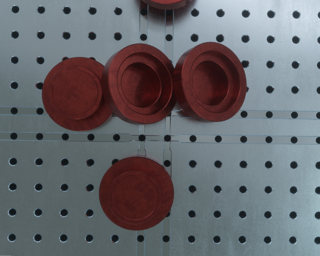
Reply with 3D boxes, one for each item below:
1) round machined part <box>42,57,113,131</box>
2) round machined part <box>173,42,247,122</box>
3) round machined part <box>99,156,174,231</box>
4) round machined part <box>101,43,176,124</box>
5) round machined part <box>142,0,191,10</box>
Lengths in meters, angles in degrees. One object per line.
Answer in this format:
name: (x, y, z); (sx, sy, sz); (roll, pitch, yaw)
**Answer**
round machined part: (-0.105, -0.044, 0.403); (0.099, 0.042, 0.097); (0, 90, -1)
round machined part: (0.058, -0.055, 0.393); (0.099, 0.042, 0.097); (1, 87, -28)
round machined part: (-0.031, 0.086, 0.405); (0.099, 0.042, 0.097); (0, 90, -1)
round machined part: (-0.028, -0.053, 0.390); (0.099, 0.042, 0.097); (2, 87, -33)
round machined part: (0.009, -0.203, 0.405); (0.099, 0.042, 0.097); (0, 90, -1)
